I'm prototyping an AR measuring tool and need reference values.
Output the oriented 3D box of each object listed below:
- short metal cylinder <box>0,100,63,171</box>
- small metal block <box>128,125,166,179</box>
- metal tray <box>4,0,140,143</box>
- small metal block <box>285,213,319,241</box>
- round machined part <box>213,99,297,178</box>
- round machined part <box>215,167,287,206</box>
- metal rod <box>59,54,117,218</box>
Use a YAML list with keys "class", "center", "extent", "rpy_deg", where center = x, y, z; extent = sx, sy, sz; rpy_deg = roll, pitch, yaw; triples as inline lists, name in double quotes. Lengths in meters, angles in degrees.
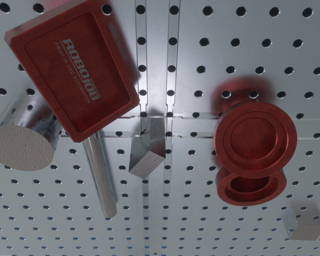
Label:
- class: "short metal cylinder"
  center: [-0.173, 0.011, 0.403]
  extent: [0.081, 0.050, 0.079]
  rpy_deg: [0, 130, 0]
- class: "small metal block"
  center: [-0.017, 0.033, 0.423]
  extent: [0.025, 0.050, 0.050]
  rpy_deg: [28, 125, -22]
- class: "metal tray"
  center: [-0.084, -0.058, 0.328]
  extent: [0.090, 0.030, 0.129]
  rpy_deg: [-35, 130, -16]
- class: "small metal block"
  center: [0.266, 0.182, 0.569]
  extent: [0.050, 0.025, 0.050]
  rpy_deg: [3, 130, -3]
- class: "round machined part"
  center: [0.118, 0.011, 0.395]
  extent: [0.099, 0.042, 0.097]
  rpy_deg: [1, 106, 4]
- class: "round machined part"
  center: [0.131, 0.072, 0.460]
  extent: [0.099, 0.042, 0.097]
  rpy_deg: [-1, 134, -1]
- class: "metal rod"
  center: [-0.093, 0.031, 0.436]
  extent: [0.025, 0.025, 0.298]
  rpy_deg: [-2, 130, 2]
